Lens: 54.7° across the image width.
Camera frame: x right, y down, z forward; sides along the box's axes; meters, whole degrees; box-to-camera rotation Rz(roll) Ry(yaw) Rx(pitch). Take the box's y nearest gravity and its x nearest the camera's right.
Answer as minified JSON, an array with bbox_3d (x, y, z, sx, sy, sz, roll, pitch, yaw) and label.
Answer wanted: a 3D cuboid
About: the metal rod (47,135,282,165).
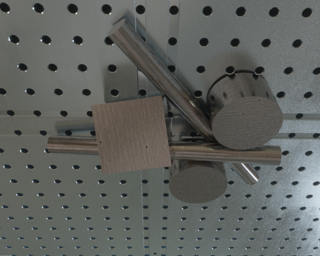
[{"bbox_3d":[0.002,0.029,0.409,0.302,0.025,0.025,3,131,5],"label":"metal rod"}]

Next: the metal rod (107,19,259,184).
[{"bbox_3d":[0.047,-0.014,0.396,0.025,0.025,0.300,-31,124,23],"label":"metal rod"}]

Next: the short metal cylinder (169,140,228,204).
[{"bbox_3d":[0.053,0.064,0.445,0.081,0.050,0.079,0,130,0],"label":"short metal cylinder"}]

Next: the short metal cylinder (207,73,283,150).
[{"bbox_3d":[0.100,-0.020,0.375,0.081,0.050,0.079,0,130,0],"label":"short metal cylinder"}]

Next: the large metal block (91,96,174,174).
[{"bbox_3d":[-0.030,0.006,0.372,0.080,0.050,0.079,-7,95,6],"label":"large metal block"}]
